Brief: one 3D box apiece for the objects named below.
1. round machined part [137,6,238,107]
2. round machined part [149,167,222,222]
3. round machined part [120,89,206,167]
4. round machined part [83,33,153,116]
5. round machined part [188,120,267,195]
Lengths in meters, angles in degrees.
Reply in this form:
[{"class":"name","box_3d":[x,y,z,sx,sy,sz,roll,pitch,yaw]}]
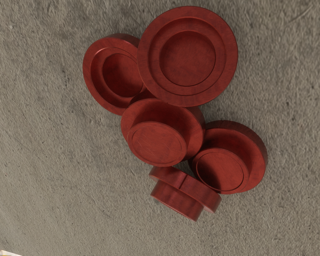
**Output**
[{"class":"round machined part","box_3d":[0.029,-0.070,0.320,0.098,0.042,0.097,0,92,10]},{"class":"round machined part","box_3d":[0.027,0.087,0.403,0.098,0.042,0.098,29,167,8]},{"class":"round machined part","box_3d":[0.001,0.007,0.357,0.098,0.042,0.097,9,131,10]},{"class":"round machined part","box_3d":[-0.041,-0.066,0.376,0.098,0.042,0.097,13,124,20]},{"class":"round machined part","box_3d":[0.078,0.042,0.381,0.098,0.042,0.097,13,124,20]}]
